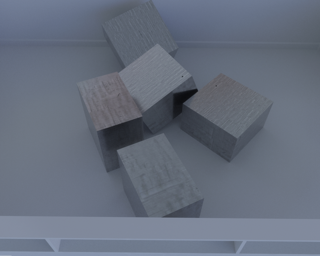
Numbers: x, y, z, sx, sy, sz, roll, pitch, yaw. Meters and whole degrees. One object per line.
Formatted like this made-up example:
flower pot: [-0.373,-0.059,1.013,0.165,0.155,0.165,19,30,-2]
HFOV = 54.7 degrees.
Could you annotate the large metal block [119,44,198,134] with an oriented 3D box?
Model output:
large metal block: [-0.006,-0.053,0.415,0.080,0.050,0.080,-38,56,-2]

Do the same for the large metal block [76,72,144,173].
large metal block: [-0.058,-0.007,0.375,0.050,0.080,0.080,-19,53,-16]

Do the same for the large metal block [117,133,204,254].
large metal block: [-0.002,0.066,0.314,0.050,0.080,0.080,-20,53,-16]

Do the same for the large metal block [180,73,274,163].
large metal block: [0.085,-0.016,0.403,0.080,0.050,0.080,36,58,25]

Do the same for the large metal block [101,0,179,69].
large metal block: [-0.030,-0.129,0.463,0.080,0.050,0.080,-29,89,-7]
